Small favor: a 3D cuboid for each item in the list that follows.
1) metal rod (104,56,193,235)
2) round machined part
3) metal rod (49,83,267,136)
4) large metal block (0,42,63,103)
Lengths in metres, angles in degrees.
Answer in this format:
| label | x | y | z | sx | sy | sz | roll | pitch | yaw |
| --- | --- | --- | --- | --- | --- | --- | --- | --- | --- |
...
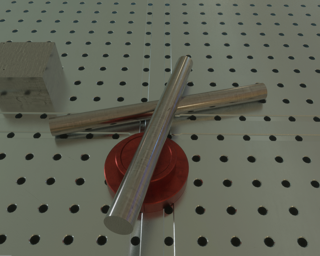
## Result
| label | x | y | z | sx | sy | sz | roll | pitch | yaw |
| --- | --- | --- | --- | --- | --- | --- | --- | --- | --- |
| metal rod | 0.003 | -0.011 | 0.365 | 0.025 | 0.025 | 0.301 | 11 | 39 | 9 |
| round machined part | -0.016 | 0.043 | 0.360 | 0.099 | 0.042 | 0.098 | 0 | 50 | 0 |
| metal rod | 0.004 | -0.028 | 0.430 | 0.302 | 0.025 | 0.025 | -10 | 51 | -9 |
| large metal block | -0.198 | -0.083 | 0.458 | 0.081 | 0.050 | 0.080 | 0 | 50 | -1 |
